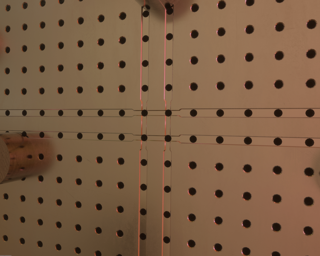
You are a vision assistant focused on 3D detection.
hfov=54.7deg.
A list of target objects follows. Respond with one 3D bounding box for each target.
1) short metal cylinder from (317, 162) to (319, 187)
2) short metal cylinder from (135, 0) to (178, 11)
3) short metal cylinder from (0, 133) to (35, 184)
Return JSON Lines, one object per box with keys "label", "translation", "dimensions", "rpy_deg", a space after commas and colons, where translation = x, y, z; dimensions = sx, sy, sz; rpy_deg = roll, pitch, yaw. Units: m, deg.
{"label": "short metal cylinder", "translation": [0.213, 0.055, 0.325], "dimensions": [0.080, 0.050, 0.079], "rpy_deg": [0, 90, 19]}
{"label": "short metal cylinder", "translation": [-0.010, -0.201, 0.402], "dimensions": [0.080, 0.050, 0.079], "rpy_deg": [0, 90, 19]}
{"label": "short metal cylinder", "translation": [-0.246, 0.047, 0.484], "dimensions": [0.080, 0.050, 0.079], "rpy_deg": [0, 90, 19]}
